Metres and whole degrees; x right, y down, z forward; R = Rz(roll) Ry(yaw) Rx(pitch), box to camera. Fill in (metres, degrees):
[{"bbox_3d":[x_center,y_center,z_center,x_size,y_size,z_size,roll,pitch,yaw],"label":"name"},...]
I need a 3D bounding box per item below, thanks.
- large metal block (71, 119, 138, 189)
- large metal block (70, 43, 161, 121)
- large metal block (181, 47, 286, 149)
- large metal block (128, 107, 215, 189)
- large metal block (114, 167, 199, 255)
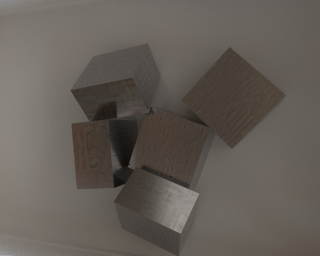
[{"bbox_3d":[-0.066,0.032,0.402,0.050,0.080,0.080,-6,88,20],"label":"large metal block"},{"bbox_3d":[-0.052,-0.057,0.391,0.080,0.080,0.050,-8,129,20],"label":"large metal block"},{"bbox_3d":[0.087,-0.033,0.365,0.080,0.050,0.080,45,104,14],"label":"large metal block"},{"bbox_3d":[0.017,0.024,0.390,0.080,0.050,0.080,20,97,18],"label":"large metal block"},{"bbox_3d":[-0.003,0.102,0.373,0.080,0.080,0.050,21,55,17],"label":"large metal block"}]
